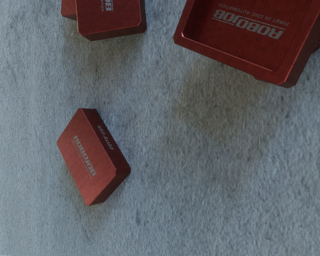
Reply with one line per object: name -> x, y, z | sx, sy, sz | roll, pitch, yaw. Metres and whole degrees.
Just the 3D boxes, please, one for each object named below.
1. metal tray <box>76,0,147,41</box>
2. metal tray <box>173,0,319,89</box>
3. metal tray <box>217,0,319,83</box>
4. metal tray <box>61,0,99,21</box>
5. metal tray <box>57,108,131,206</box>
metal tray -> -0.070, -0.194, 0.431 | 0.090, 0.030, 0.129 | -6, 87, 12
metal tray -> 0.082, -0.103, 0.293 | 0.130, 0.030, 0.089 | 33, 110, 34
metal tray -> 0.127, -0.117, 0.295 | 0.129, 0.030, 0.090 | -41, 65, 32
metal tray -> -0.115, -0.243, 0.494 | 0.090, 0.030, 0.129 | 11, 97, 39
metal tray -> -0.108, 0.043, 0.488 | 0.090, 0.030, 0.130 | -49, 62, 28
